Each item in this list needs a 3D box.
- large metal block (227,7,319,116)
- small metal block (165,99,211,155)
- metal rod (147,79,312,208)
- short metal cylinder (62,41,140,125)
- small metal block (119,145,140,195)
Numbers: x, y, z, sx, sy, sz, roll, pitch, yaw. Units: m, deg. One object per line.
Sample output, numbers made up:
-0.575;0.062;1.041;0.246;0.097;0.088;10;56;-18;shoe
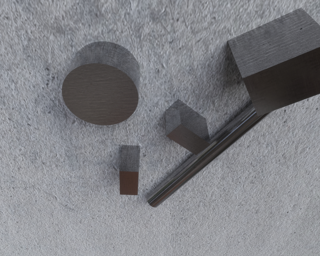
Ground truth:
0.122;-0.068;0.315;0.080;0.080;0.050;-22;127;17;large metal block
0.034;-0.001;0.390;0.050;0.050;0.025;33;122;-25;small metal block
0.077;0.027;0.431;0.025;0.025;0.299;29;124;-23;metal rod
-0.063;-0.049;0.348;0.081;0.050;0.079;0;130;0;short metal cylinder
-0.043;0.060;0.441;0.025;0.050;0.050;3;130;-3;small metal block
